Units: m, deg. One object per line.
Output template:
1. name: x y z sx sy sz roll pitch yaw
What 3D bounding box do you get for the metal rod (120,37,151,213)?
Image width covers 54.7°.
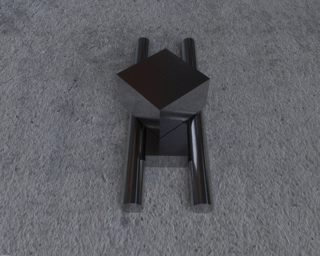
1. metal rod: -0.029 -0.028 0.429 0.025 0.025 0.300 1 50 0

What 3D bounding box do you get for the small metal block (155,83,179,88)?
1. small metal block: 0.009 -0.068 0.460 0.050 0.025 0.050 1 50 0

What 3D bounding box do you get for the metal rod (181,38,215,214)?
1. metal rod: 0.047 -0.028 0.429 0.025 0.025 0.300 1 50 0

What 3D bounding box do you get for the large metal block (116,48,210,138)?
1. large metal block: 0.004 -0.047 0.393 0.080 0.050 0.080 -34 58 -25

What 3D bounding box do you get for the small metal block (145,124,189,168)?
1. small metal block: 0.008 0.021 0.386 0.050 0.025 0.050 1 50 0
